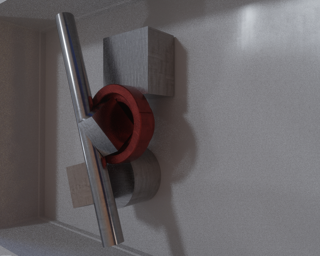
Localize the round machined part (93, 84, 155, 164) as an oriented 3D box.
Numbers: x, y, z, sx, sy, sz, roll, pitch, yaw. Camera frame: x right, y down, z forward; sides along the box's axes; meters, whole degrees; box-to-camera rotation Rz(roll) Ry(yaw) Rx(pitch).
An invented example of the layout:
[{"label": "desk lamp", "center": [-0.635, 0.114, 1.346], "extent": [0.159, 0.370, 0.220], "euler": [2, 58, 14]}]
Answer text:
[{"label": "round machined part", "center": [-0.045, -0.005, 0.391], "extent": [0.098, 0.042, 0.097], "euler": [0, 90, 39]}]

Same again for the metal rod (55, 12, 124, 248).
[{"label": "metal rod", "center": [-0.091, -0.008, 0.387], "extent": [0.025, 0.025, 0.299], "euler": [-24, 75, 37]}]

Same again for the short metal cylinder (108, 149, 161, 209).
[{"label": "short metal cylinder", "center": [-0.046, 0.066, 0.425], "extent": [0.080, 0.050, 0.079], "euler": [0, 90, 39]}]

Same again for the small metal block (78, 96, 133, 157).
[{"label": "small metal block", "center": [-0.063, -0.002, 0.375], "extent": [0.025, 0.050, 0.050], "euler": [-22, 111, 34]}]

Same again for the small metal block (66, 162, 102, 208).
[{"label": "small metal block", "center": [-0.093, 0.073, 0.395], "extent": [0.025, 0.050, 0.050], "euler": [-15, 78, 5]}]

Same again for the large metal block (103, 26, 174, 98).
[{"label": "large metal block", "center": [-0.029, -0.080, 0.409], "extent": [0.080, 0.050, 0.079], "euler": [0, 90, 39]}]
